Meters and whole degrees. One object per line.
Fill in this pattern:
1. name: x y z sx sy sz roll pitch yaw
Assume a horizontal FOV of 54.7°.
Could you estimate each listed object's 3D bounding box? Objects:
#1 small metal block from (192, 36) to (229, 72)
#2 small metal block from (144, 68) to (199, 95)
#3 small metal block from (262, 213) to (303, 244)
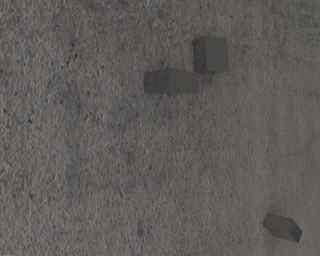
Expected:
1. small metal block: 0.077 -0.110 0.469 0.050 0.025 0.050 -9 96 -40
2. small metal block: 0.014 -0.058 0.400 0.050 0.050 0.025 1 90 -40
3. small metal block: 0.230 0.187 0.581 0.050 0.050 0.025 47 62 -30
